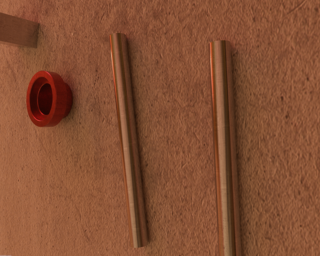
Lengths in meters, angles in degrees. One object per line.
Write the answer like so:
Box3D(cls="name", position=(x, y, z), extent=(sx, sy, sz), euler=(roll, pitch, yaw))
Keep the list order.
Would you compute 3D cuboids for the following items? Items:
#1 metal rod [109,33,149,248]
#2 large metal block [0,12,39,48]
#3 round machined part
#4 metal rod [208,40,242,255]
Box3D(cls="metal rod", position=(-0.045, 0.013, 0.439), extent=(0.025, 0.025, 0.298), euler=(-11, 83, 39))
Box3D(cls="large metal block", position=(-0.300, -0.192, 0.612), extent=(0.080, 0.081, 0.050), euler=(14, 99, 39))
Box3D(cls="round machined part", position=(-0.193, -0.050, 0.549), extent=(0.098, 0.042, 0.097), euler=(0, 90, 39))
Box3D(cls="metal rod", position=(0.073, 0.054, 0.343), extent=(0.025, 0.025, 0.298), euler=(-4, 87, 39))
